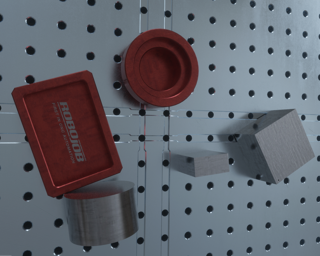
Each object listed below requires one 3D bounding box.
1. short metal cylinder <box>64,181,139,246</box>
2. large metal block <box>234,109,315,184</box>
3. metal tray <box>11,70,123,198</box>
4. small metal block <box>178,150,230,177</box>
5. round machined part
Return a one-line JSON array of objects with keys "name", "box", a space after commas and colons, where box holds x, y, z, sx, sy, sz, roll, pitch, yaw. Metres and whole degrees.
[{"name": "short metal cylinder", "box": [-0.067, 0.095, 0.360, 0.081, 0.080, 0.050, -7, 93, -20]}, {"name": "large metal block", "box": [0.171, 0.026, 0.465, 0.080, 0.050, 0.080, -29, 100, -18]}, {"name": "metal tray", "box": [-0.108, 0.005, 0.370, 0.091, 0.030, 0.129, -19, 97, -19]}, {"name": "small metal block", "box": [0.059, 0.048, 0.422, 0.050, 0.050, 0.025, -5, 92, -20]}, {"name": "round machined part", "box": [-0.003, -0.075, 0.403, 0.099, 0.042, 0.097, 0, 90, -21]}]
